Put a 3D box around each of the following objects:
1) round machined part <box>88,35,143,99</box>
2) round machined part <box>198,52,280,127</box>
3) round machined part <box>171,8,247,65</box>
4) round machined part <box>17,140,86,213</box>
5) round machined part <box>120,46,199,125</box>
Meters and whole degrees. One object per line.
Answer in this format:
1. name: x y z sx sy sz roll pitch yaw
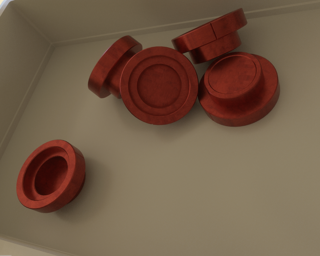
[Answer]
1. round machined part: -0.055 -0.081 0.448 0.042 0.098 0.098 38 82 3
2. round machined part: 0.092 -0.054 0.379 0.098 0.042 0.098 -13 56 20
3. round machined part: 0.068 -0.117 0.409 0.098 0.042 0.098 -23 15 7
4. round machined part: -0.143 0.068 0.426 0.098 0.042 0.098 -13 56 20
5. round machined part: -0.001 -0.055 0.405 0.099 0.042 0.097 0 98 1
